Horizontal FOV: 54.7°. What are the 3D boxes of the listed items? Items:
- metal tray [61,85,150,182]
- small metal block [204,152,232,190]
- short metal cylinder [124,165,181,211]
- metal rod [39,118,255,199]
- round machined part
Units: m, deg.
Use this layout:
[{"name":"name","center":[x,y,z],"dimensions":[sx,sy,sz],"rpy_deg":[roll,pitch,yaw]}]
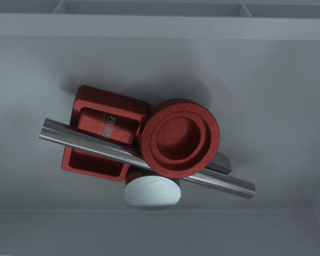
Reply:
[{"name":"metal tray","center":[-0.075,0.013,0.413],"dimensions":[0.091,0.030,0.129],"rpy_deg":[14,129,-13]},{"name":"small metal block","center":[0.069,0.060,0.459],"dimensions":[0.050,0.025,0.050],"rpy_deg":[25,126,-20]},{"name":"short metal cylinder","center":[-0.011,0.078,0.456],"dimensions":[0.081,0.050,0.079],"rpy_deg":[0,130,0]},{"name":"metal rod","center":[-0.002,0.046,0.409],"dimensions":[0.302,0.025,0.025],"rpy_deg":[19,128,-19]},{"name":"round machined part","center":[0.021,0.010,0.389],"dimensions":[0.099,0.042,0.097],"rpy_deg":[-4,109,-13]}]
